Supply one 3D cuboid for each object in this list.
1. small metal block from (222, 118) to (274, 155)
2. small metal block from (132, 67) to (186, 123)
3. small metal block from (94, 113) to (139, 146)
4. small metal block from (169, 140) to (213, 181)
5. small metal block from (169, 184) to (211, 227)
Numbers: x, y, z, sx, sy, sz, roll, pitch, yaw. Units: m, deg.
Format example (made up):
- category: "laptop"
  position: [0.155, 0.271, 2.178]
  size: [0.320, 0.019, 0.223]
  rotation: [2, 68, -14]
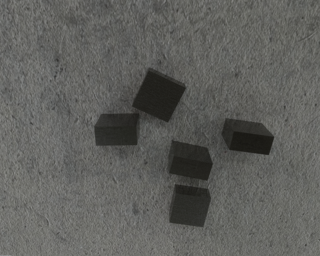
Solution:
- category: "small metal block"
  position: [0.112, 0.010, 0.401]
  size: [0.050, 0.050, 0.025]
  rotation: [8, 110, -3]
- category: "small metal block"
  position: [-0.002, -0.042, 0.394]
  size: [0.050, 0.025, 0.050]
  rotation: [24, 108, -9]
- category: "small metal block"
  position: [-0.053, 0.001, 0.396]
  size: [0.050, 0.050, 0.025]
  rotation: [-1, 110, 0]
- category: "small metal block"
  position: [0.039, 0.042, 0.412]
  size: [0.050, 0.050, 0.025]
  rotation: [12, 110, -5]
- category: "small metal block"
  position: [0.043, 0.113, 0.452]
  size: [0.050, 0.025, 0.050]
  rotation: [9, 110, -4]
